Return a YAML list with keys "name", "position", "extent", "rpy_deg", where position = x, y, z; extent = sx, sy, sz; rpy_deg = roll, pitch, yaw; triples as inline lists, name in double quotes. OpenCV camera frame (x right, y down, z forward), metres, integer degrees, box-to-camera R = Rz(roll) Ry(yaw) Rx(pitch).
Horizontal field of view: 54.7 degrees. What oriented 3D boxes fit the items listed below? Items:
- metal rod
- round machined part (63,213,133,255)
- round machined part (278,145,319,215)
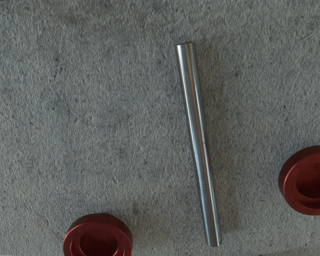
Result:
- name: "metal rod"
  position: [0.056, 0.036, 0.423]
  extent: [0.025, 0.025, 0.298]
  rpy_deg: [-10, 110, 3]
- name: "round machined part"
  position: [-0.089, 0.168, 0.462]
  extent: [0.099, 0.042, 0.097]
  rpy_deg: [0, 110, 0]
- name: "round machined part"
  position: [0.212, 0.068, 0.428]
  extent: [0.099, 0.042, 0.097]
  rpy_deg: [0, 110, 0]
